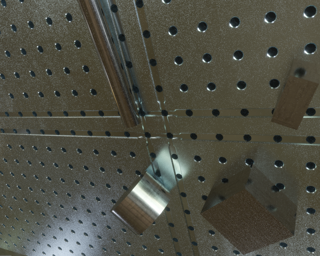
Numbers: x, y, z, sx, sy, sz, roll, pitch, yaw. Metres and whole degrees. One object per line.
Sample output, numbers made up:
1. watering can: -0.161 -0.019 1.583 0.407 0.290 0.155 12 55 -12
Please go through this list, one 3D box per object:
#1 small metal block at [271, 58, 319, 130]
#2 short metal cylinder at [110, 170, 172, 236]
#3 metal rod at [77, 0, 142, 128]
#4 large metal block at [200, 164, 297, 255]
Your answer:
1. small metal block: 0.133 -0.034 0.304 0.025 0.050 0.050 21 126 16
2. short metal cylinder: -0.028 0.109 0.456 0.050 0.080 0.080 42 129 -1
3. metal rod: -0.079 -0.137 0.366 0.025 0.025 0.298 -4 117 29
4. large metal block: 0.114 0.106 0.400 0.080 0.050 0.080 44 129 -3
